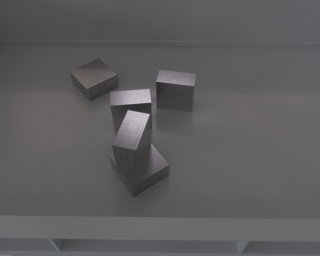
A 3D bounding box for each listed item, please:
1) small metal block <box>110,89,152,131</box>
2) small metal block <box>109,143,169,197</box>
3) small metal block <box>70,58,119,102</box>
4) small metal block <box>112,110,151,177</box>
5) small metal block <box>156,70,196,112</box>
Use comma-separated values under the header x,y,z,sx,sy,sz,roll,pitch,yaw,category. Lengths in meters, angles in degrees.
x,y,z,sx,sy,sz,roll,pitch,yaw,category
-0.037,-0.023,0.408,0.050,0.050,0.025,-5,50,-4,small metal block
-0.024,0.045,0.367,0.050,0.025,0.050,-28,56,-22,small metal block
-0.099,-0.073,0.466,0.050,0.025,0.050,-32,57,-24,small metal block
-0.029,0.017,0.342,0.025,0.050,0.050,11,51,9,small metal block
0.022,-0.051,0.432,0.050,0.050,0.025,8,51,6,small metal block
